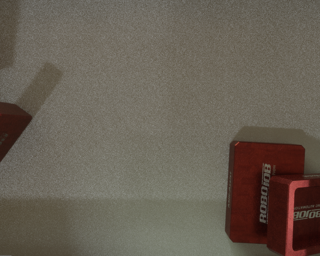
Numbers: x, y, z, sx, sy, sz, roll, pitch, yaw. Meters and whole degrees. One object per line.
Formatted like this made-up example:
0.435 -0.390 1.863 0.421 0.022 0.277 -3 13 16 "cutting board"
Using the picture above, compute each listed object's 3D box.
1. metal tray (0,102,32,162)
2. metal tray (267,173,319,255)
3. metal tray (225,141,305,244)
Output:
-0.222 0.028 0.377 0.030 0.090 0.130 36 90 0 "metal tray"
0.193 0.104 0.383 0.131 0.030 0.089 2 91 -25 "metal tray"
0.137 0.084 0.410 0.091 0.030 0.129 3 90 0 "metal tray"
